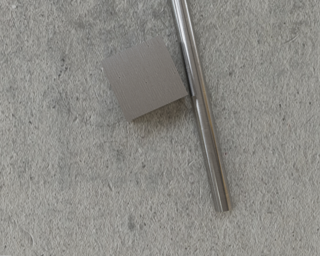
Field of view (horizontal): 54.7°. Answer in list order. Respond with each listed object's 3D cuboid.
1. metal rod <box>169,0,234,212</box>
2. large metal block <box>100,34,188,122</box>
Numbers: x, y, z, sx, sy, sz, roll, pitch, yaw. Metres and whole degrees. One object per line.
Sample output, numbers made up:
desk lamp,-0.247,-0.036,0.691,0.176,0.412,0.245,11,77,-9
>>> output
metal rod,0.053,-0.039,0.410,0.025,0.025,0.298,-12,90,0
large metal block,-0.019,-0.060,0.397,0.080,0.050,0.080,-24,90,-1
